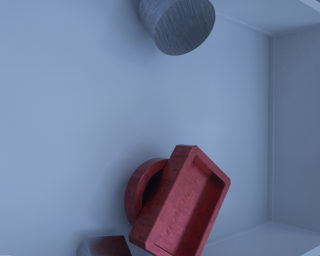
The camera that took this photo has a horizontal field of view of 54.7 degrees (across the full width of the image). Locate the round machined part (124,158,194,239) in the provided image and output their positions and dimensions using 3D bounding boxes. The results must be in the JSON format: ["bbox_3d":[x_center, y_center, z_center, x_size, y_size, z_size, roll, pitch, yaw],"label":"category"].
[{"bbox_3d":[-0.005,0.086,0.394,0.099,0.042,0.097,0,90,-40],"label":"round machined part"}]

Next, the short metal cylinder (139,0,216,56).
[{"bbox_3d":[0.020,-0.137,0.381,0.081,0.080,0.050,4,45,-40],"label":"short metal cylinder"}]

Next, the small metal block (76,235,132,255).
[{"bbox_3d":[-0.058,0.148,0.341,0.050,0.050,0.025,13,120,-40],"label":"small metal block"}]

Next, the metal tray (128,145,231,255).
[{"bbox_3d":[0.030,0.096,0.375,0.090,0.030,0.130,44,63,-32],"label":"metal tray"}]
